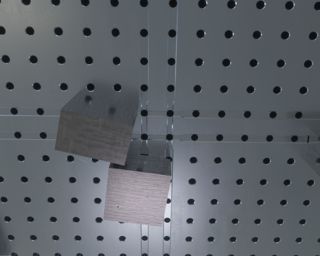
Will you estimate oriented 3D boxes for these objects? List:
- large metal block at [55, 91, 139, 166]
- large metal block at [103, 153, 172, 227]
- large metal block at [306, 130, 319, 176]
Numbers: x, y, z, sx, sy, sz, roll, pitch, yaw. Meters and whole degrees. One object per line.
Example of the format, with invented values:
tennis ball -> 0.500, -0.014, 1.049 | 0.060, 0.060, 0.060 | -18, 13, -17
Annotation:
large metal block -> -0.074, -0.003, 0.383 | 0.080, 0.080, 0.050 | 14, 110, -5
large metal block -> -0.031, 0.084, 0.431 | 0.080, 0.050, 0.079 | 8, 110, -3
large metal block -> 0.249, 0.038, 0.400 | 0.080, 0.080, 0.050 | -2, 110, 0
